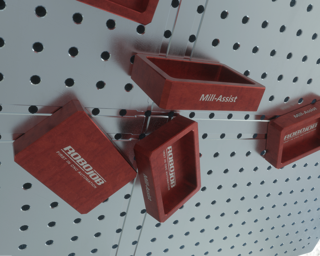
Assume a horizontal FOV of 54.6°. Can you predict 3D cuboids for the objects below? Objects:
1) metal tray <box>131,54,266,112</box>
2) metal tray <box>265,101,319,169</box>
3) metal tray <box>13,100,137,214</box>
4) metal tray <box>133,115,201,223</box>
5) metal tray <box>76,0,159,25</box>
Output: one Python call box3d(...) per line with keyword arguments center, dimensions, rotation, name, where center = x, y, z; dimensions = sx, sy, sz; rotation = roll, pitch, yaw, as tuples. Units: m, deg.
box3d(center=(0.043, -0.053, 0.359), dimensions=(0.131, 0.090, 0.030), rotation=(-1, 119, -28), name="metal tray")
box3d(center=(0.251, 0.010, 0.549), dimensions=(0.131, 0.030, 0.090), rotation=(-20, 126, -17), name="metal tray")
box3d(center=(-0.098, 0.040, 0.379), dimensions=(0.090, 0.030, 0.130), rotation=(-37, 129, -4), name="metal tray")
box3d(center=(0.015, 0.058, 0.431), dimensions=(0.091, 0.030, 0.129), rotation=(-34, 132, -33), name="metal tray")
box3d(center=(-0.031, -0.173, 0.283), dimensions=(0.091, 0.030, 0.129), rotation=(9, 114, -33), name="metal tray")
